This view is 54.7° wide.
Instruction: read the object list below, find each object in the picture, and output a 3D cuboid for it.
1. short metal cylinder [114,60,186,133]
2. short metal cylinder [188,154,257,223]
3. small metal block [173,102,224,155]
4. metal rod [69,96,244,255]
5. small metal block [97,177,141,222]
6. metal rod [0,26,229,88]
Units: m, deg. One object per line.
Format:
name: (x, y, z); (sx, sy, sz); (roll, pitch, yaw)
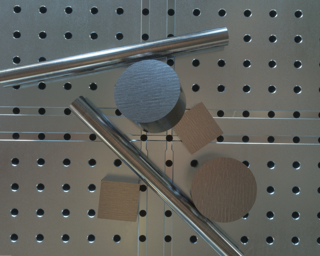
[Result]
short metal cylinder: (-0.010, -0.038, 0.389); (0.080, 0.050, 0.080); (-3, 74, 12)
short metal cylinder: (0.078, 0.075, 0.401); (0.081, 0.050, 0.079); (0, 90, 0)
small metal block: (0.048, 0.000, 0.414); (0.050, 0.025, 0.050); (-35, 90, 0)
metal rod: (-0.005, 0.070, 0.413); (0.300, 0.025, 0.025); (44, 90, 0)
small metal block: (-0.053, 0.094, 0.413); (0.050, 0.025, 0.050); (6, 90, 0)
metal rod: (-0.060, -0.094, 0.412); (0.302, 0.025, 0.025); (-11, 90, 0)
